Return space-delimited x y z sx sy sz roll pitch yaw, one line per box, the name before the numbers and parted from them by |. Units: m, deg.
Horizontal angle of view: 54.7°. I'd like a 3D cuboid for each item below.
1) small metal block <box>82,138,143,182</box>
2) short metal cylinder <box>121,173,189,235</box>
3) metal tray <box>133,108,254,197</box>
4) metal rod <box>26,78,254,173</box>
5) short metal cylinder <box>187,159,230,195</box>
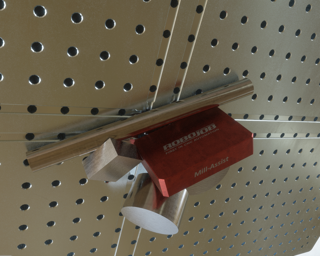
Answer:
small metal block | -0.058 0.041 0.384 0.050 0.025 0.050 -39 151 18
short metal cylinder | -0.006 0.104 0.423 0.080 0.080 0.050 56 44 -39
metal tray | 0.042 0.025 0.403 0.131 0.090 0.030 -24 127 -14
metal rod | -0.011 -0.010 0.394 0.302 0.025 0.025 -20 126 -17
short metal cylinder | 0.053 0.050 0.444 0.081 0.050 0.079 -18 135 -19
